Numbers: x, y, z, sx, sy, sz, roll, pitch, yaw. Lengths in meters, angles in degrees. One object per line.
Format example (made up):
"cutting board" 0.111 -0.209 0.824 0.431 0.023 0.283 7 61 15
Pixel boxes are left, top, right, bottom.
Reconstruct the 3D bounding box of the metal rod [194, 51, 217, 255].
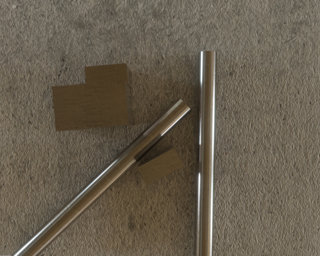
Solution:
"metal rod" 0.060 0.050 0.410 0.025 0.025 0.298 1 90 -1

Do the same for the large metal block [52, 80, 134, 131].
"large metal block" -0.077 -0.025 0.381 0.081 0.080 0.050 -5 90 -1

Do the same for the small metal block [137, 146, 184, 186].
"small metal block" 0.001 0.047 0.398 0.050 0.050 0.025 -28 90 0

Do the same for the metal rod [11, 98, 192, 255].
"metal rod" -0.076 0.072 0.409 0.300 0.025 0.025 -43 91 -1

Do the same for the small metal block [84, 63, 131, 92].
"small metal block" -0.065 -0.063 0.397 0.050 0.050 0.025 -5 90 -1
